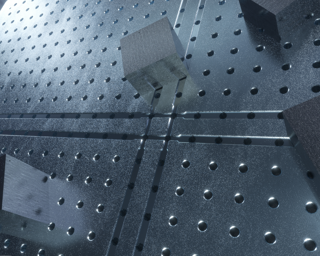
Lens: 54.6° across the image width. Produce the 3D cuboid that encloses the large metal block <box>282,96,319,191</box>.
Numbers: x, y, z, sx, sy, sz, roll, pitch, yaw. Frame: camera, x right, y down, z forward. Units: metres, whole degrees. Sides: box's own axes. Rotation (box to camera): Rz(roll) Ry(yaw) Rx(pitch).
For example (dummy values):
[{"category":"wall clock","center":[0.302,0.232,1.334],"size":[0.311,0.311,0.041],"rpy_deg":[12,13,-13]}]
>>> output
[{"category":"large metal block","center":[0.175,0.010,0.294],"size":[0.080,0.050,0.080],"rpy_deg":[-25,53,13]}]

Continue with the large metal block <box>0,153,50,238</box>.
[{"category":"large metal block","center":[-0.199,0.094,0.422],"size":[0.050,0.080,0.080],"rpy_deg":[-26,53,12]}]

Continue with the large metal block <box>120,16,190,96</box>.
[{"category":"large metal block","center":[-0.009,-0.107,0.464],"size":[0.080,0.050,0.080],"rpy_deg":[-22,54,15]}]

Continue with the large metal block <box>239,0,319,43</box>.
[{"category":"large metal block","center":[0.163,-0.173,0.413],"size":[0.080,0.050,0.080],"rpy_deg":[-37,51,3]}]
